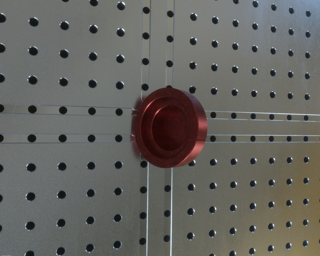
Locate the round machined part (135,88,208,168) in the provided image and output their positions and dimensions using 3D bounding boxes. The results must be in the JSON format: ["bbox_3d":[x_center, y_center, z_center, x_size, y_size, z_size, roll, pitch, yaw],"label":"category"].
[{"bbox_3d":[0.018,0.001,0.390,0.042,0.098,0.097,4,88,-51],"label":"round machined part"}]
